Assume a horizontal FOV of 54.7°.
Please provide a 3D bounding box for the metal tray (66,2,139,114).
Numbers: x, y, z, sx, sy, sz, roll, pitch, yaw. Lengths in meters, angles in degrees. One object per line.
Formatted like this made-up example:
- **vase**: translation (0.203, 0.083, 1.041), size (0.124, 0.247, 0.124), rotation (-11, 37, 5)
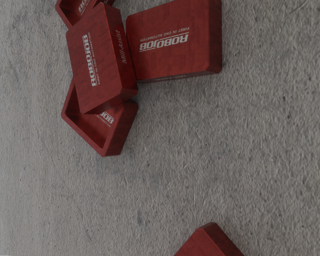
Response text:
- **metal tray**: translation (-0.084, -0.093, 0.431), size (0.090, 0.030, 0.129), rotation (-22, 76, 38)

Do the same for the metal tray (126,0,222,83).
- **metal tray**: translation (0.013, -0.108, 0.391), size (0.130, 0.030, 0.089), rotation (-1, 90, 40)

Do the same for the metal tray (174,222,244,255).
- **metal tray**: translation (0.049, 0.187, 0.362), size (0.090, 0.030, 0.129), rotation (47, 118, 29)

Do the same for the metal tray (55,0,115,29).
- **metal tray**: translation (-0.113, -0.217, 0.494), size (0.129, 0.030, 0.090), rotation (-50, 61, 28)

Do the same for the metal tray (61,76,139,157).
- **metal tray**: translation (-0.099, -0.026, 0.483), size (0.130, 0.030, 0.089), rotation (37, 112, 34)
